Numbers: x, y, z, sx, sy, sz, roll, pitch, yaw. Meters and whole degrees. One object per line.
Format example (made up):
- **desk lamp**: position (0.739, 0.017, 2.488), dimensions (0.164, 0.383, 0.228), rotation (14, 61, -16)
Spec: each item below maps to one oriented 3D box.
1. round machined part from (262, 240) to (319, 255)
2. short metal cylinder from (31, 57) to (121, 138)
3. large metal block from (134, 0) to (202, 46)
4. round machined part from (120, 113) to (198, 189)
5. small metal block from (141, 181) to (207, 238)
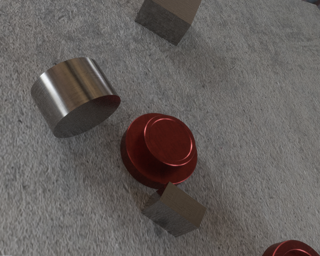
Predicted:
- **round machined part**: position (0.155, 0.187, 0.365), dimensions (0.099, 0.042, 0.098), rotation (14, 56, -21)
- **short metal cylinder**: position (-0.091, -0.032, 0.340), dimensions (0.081, 0.080, 0.050), rotation (-25, 76, -37)
- **large metal block**: position (0.015, -0.197, 0.518), dimensions (0.080, 0.050, 0.080), rotation (29, 52, -10)
- **round machined part**: position (0.005, 0.023, 0.383), dimensions (0.099, 0.042, 0.098), rotation (14, 56, -21)
- **small metal block**: position (0.014, 0.091, 0.341), dimensions (0.050, 0.050, 0.025), rotation (37, 51, -4)
